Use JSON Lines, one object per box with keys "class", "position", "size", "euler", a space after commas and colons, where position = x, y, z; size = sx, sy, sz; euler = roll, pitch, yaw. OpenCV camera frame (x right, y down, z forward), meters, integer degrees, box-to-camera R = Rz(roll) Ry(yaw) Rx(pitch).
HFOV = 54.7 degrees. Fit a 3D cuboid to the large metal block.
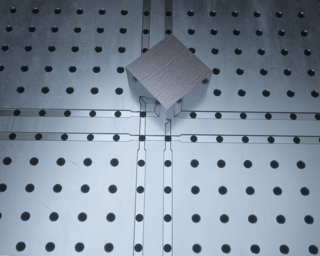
{"class": "large metal block", "position": [0.012, -0.067, 0.423], "size": [0.080, 0.050, 0.080], "euler": [-40, 75, -13]}
